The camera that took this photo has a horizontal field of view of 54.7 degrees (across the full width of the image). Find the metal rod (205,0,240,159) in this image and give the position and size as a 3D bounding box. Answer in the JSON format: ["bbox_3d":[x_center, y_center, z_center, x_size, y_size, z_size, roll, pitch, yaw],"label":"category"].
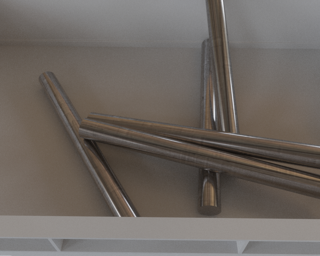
[{"bbox_3d":[0.079,-0.100,0.407,0.025,0.025,0.299,-3,76,-2],"label":"metal rod"}]

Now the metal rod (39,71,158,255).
[{"bbox_3d":[-0.091,0.023,0.384,0.025,0.025,0.300,-25,55,-20],"label":"metal rod"}]

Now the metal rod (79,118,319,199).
[{"bbox_3d":[0.052,0.034,0.342,0.301,0.025,0.025,13,51,11],"label":"metal rod"}]

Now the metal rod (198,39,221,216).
[{"bbox_3d":[0.068,-0.026,0.427,0.025,0.025,0.300,4,50,4],"label":"metal rod"}]

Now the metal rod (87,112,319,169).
[{"bbox_3d":[0.049,0.013,0.362,0.301,0.025,0.025,9,50,19],"label":"metal rod"}]
